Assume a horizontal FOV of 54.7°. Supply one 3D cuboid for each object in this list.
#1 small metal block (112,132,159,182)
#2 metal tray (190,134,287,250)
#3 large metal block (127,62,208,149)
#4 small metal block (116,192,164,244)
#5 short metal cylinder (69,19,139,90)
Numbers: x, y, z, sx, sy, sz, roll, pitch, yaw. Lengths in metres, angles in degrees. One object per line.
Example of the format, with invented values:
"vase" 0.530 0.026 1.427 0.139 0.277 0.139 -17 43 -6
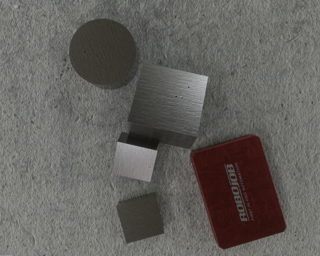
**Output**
"small metal block" -0.031 0.037 0.399 0.050 0.025 0.050 13 119 0
"metal tray" 0.101 0.082 0.408 0.090 0.030 0.129 -17 90 0
"large metal block" 0.009 -0.026 0.385 0.080 0.050 0.080 13 69 0
"small metal block" -0.025 0.118 0.410 0.050 0.025 0.050 -16 90 0
"short metal cylinder" -0.069 -0.092 0.397 0.081 0.050 0.079 0 90 0
